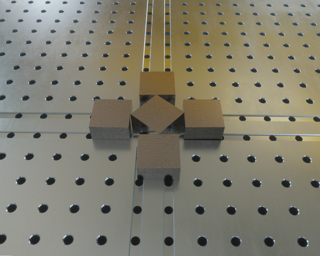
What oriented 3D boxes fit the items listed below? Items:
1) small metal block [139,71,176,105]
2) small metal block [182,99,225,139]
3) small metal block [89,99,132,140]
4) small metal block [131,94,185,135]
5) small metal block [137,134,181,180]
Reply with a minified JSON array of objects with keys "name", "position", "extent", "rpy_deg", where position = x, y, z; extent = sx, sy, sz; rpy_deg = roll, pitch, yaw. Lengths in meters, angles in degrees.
[{"name":"small metal block","position":[-0.004,-0.057,0.456],"extent":[0.050,0.025,0.050],"rpy_deg":[0,50,-1]},{"name":"small metal block","position":[0.057,-0.012,0.418],"extent":[0.050,0.025,0.050],"rpy_deg":[0,50,-1]},{"name":"small metal block","position":[-0.064,-0.012,0.417],"extent":[0.050,0.025,0.050],"rpy_deg":[1,50,0]},{"name":"small metal block","position":[-0.003,-0.012,0.417],"extent":[0.050,0.025,0.050],"rpy_deg":[35,58,25]},{"name":"small metal block","position":[-0.002,0.035,0.378],"extent":[0.050,0.025,0.050],"rpy_deg":[0,50,0]}]
